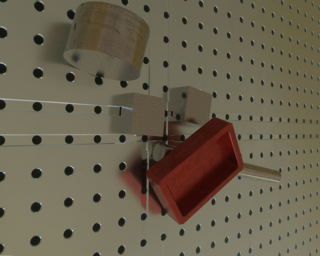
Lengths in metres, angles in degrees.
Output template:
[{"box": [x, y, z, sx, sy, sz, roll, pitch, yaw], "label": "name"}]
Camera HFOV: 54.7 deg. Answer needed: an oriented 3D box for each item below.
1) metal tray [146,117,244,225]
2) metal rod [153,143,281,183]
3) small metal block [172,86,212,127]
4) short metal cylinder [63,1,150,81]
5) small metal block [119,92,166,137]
[{"box": [0.053, 0.057, 0.422, 0.131, 0.030, 0.090, -37, 125, -20], "label": "metal tray"}, {"box": [0.111, 0.063, 0.505, 0.302, 0.025, 0.025, 15, 80, -39], "label": "metal rod"}, {"box": [0.048, -0.030, 0.451, 0.050, 0.025, 0.050, 13, 82, -40], "label": "small metal block"}, {"box": [-0.055, -0.088, 0.328, 0.080, 0.080, 0.050, 20, 78, -39], "label": "short metal cylinder"}, {"box": [-0.021, -0.016, 0.393, 0.050, 0.025, 0.050, 7, 86, -40], "label": "small metal block"}]
